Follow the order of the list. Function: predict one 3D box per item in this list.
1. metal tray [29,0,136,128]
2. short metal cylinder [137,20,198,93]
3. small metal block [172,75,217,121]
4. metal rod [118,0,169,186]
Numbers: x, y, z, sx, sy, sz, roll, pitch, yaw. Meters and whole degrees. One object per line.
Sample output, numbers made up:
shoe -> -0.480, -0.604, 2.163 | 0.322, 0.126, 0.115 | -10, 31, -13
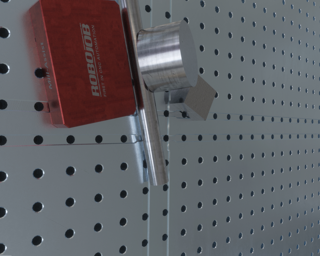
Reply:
metal tray -> -0.080, -0.071, 0.339 | 0.091, 0.030, 0.129 | -15, 100, -39
short metal cylinder -> 0.012, -0.087, 0.381 | 0.080, 0.050, 0.080 | -7, 90, -70
small metal block -> 0.051, -0.045, 0.452 | 0.050, 0.025, 0.050 | 35, 68, -35
metal rod -> -0.025, -0.074, 0.387 | 0.025, 0.025, 0.298 | -16, 100, -39
